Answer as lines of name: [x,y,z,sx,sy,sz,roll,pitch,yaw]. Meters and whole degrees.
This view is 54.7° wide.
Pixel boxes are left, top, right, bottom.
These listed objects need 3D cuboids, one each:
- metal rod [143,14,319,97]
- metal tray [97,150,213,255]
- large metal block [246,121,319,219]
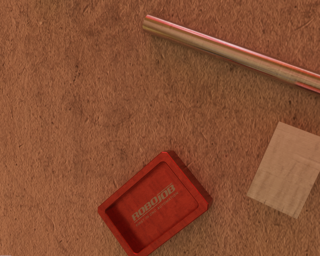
metal rod: [0.113,-0.079,0.368,0.301,0.025,0.025,25,98,17]
metal tray: [-0.009,0.102,0.408,0.130,0.030,0.090,-42,77,14]
large metal block: [0.135,0.040,0.332,0.050,0.080,0.080,24,98,18]
